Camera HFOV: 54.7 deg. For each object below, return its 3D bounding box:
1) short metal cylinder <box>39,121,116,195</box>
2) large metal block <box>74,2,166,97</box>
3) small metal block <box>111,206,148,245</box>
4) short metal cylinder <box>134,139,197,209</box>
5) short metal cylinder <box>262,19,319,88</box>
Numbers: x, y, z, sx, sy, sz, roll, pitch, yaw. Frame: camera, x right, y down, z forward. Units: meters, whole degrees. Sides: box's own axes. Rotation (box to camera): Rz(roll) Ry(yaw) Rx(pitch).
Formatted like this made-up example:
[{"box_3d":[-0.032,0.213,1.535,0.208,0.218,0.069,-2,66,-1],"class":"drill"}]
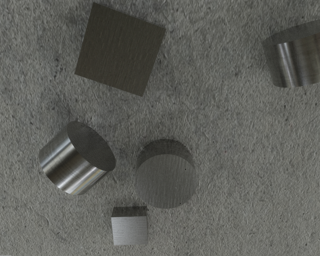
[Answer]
[{"box_3d":[-0.103,0.038,0.393,0.050,0.080,0.080,-41,105,13],"class":"short metal cylinder"},{"box_3d":[-0.045,-0.092,0.362,0.080,0.050,0.079,18,109,-7],"class":"large metal block"},{"box_3d":[-0.044,0.146,0.463,0.050,0.025,0.050,-2,110,0],"class":"small metal block"},{"box_3d":[0.008,0.061,0.419,0.081,0.050,0.079,0,110,0],"class":"short metal cylinder"},{"box_3d":[0.163,-0.085,0.350,0.080,0.080,0.050,-20,109,7],"class":"short metal cylinder"}]
